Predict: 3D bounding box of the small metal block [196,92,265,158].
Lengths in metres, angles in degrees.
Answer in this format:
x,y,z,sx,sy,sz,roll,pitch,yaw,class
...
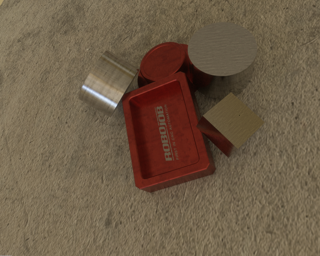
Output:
x,y,z,sx,sy,sz,roll,pitch,yaw,class
0.078,-0.004,0.344,0.050,0.025,0.050,-38,76,-27,small metal block

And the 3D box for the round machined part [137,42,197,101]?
x,y,z,sx,sy,sz,roll,pitch,yaw,class
0.011,-0.083,0.440,0.098,0.042,0.098,-13,56,21,round machined part

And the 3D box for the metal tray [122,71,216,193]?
x,y,z,sx,sy,sz,roll,pitch,yaw,class
0.007,0.004,0.381,0.090,0.030,0.130,-20,64,16,metal tray

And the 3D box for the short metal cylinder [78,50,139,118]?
x,y,z,sx,sy,sz,roll,pitch,yaw,class
-0.071,-0.062,0.437,0.050,0.080,0.080,31,74,-7,short metal cylinder

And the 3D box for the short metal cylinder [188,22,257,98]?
x,y,z,sx,sy,sz,roll,pitch,yaw,class
0.076,-0.084,0.387,0.080,0.050,0.080,-3,64,7,short metal cylinder
